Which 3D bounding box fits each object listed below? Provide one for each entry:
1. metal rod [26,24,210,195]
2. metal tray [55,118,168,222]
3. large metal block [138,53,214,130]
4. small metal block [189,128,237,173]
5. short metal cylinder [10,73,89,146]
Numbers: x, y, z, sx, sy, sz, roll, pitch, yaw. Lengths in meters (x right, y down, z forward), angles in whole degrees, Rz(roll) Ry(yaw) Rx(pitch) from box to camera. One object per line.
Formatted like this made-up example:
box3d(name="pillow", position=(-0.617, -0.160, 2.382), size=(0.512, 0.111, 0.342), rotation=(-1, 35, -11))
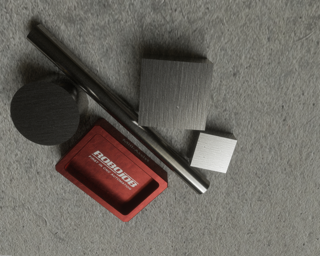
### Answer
box3d(name="metal rod", position=(-0.044, -0.014, 0.404), size=(0.025, 0.025, 0.300), rotation=(-43, 105, 14))
box3d(name="metal tray", position=(-0.064, 0.060, 0.430), size=(0.130, 0.030, 0.090), rotation=(42, 104, -14))
box3d(name="large metal block", position=(0.017, -0.046, 0.381), size=(0.081, 0.050, 0.079), rotation=(4, 110, -2))
box3d(name="small metal block", position=(0.071, 0.029, 0.423), size=(0.050, 0.025, 0.050), rotation=(12, 110, -5))
box3d(name="short metal cylinder", position=(-0.135, -0.024, 0.387), size=(0.081, 0.050, 0.079), rotation=(0, 110, -1))
